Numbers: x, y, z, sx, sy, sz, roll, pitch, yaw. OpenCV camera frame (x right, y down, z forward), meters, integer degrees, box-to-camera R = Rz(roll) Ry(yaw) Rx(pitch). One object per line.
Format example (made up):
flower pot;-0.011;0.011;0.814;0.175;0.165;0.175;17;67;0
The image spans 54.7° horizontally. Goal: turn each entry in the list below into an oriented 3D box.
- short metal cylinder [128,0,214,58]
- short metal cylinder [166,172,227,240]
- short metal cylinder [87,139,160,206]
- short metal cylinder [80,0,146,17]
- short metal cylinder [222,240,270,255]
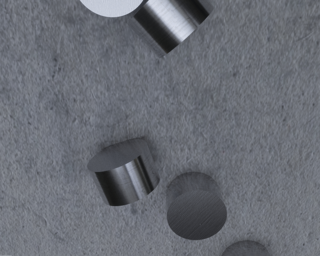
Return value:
short metal cylinder;0.011;-0.122;0.336;0.080;0.080;0.050;-41;105;13
short metal cylinder;0.049;0.109;0.438;0.081;0.050;0.079;0;110;-1
short metal cylinder;-0.046;0.055;0.400;0.080;0.080;0.050;-18;109;6
short metal cylinder;-0.050;-0.163;0.336;0.081;0.050;0.079;0;110;-1
short metal cylinder;0.139;0.224;0.481;0.081;0.050;0.079;0;110;-1
